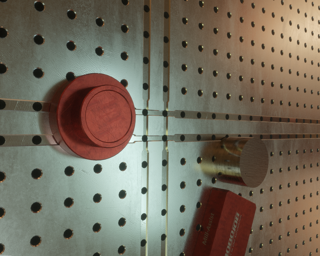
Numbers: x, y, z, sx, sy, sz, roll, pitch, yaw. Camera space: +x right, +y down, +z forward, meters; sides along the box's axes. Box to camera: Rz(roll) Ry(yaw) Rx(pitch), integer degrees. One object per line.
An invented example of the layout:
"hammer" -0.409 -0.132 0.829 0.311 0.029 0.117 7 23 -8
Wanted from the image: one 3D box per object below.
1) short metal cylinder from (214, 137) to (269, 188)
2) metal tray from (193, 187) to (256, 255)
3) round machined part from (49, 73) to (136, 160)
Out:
"short metal cylinder" 0.134 0.054 0.508 0.081 0.050 0.079 0 90 -40
"metal tray" 0.105 0.172 0.497 0.090 0.030 0.130 31 71 -36
"round machined part" -0.066 -0.013 0.344 0.099 0.042 0.097 0 90 -40
